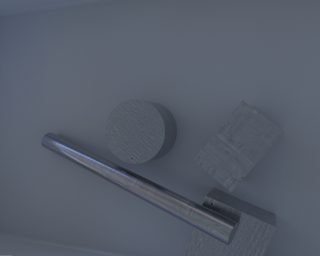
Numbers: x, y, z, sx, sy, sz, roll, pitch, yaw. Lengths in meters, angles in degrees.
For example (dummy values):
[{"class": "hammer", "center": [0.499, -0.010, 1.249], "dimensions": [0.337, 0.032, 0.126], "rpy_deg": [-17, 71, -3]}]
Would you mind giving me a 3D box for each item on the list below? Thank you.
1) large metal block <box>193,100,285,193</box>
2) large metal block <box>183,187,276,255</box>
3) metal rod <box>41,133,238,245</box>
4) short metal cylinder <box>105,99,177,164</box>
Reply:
[{"class": "large metal block", "center": [0.091, 0.019, 0.349], "dimensions": [0.050, 0.080, 0.080], "rpy_deg": [41, 103, 15]}, {"class": "large metal block", "center": [0.083, 0.128, 0.368], "dimensions": [0.080, 0.050, 0.080], "rpy_deg": [22, 97, 18]}, {"class": "metal rod", "center": [-0.047, 0.064, 0.395], "dimensions": [0.300, 0.025, 0.025], "rpy_deg": [20, 97, 30]}, {"class": "short metal cylinder", "center": [-0.023, 0.004, 0.405], "dimensions": [0.080, 0.050, 0.079], "rpy_deg": [0, 90, 19]}]
